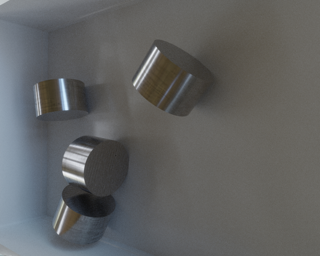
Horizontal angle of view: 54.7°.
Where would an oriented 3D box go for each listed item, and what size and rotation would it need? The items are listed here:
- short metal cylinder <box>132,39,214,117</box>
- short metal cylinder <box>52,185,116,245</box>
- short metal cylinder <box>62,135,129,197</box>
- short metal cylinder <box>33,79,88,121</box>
[{"bbox_3d":[0.015,-0.058,0.359,0.080,0.081,0.050,50,119,28],"label":"short metal cylinder"},{"bbox_3d":[-0.114,0.126,0.465,0.080,0.081,0.050,37,113,34],"label":"short metal cylinder"},{"bbox_3d":[-0.092,0.053,0.447,0.050,0.081,0.079,8,95,40],"label":"short metal cylinder"},{"bbox_3d":[-0.161,-0.044,0.504,0.080,0.081,0.050,-15,81,39],"label":"short metal cylinder"}]
